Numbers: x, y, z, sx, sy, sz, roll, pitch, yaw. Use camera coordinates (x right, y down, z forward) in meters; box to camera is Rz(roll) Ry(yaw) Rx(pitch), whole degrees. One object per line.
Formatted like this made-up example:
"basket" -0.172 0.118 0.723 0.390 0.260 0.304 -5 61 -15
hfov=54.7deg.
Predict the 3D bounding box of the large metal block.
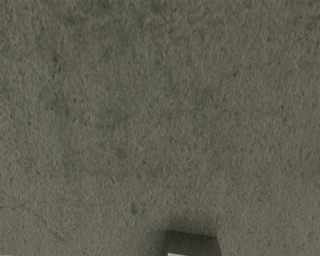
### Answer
"large metal block" 0.043 0.211 0.475 0.081 0.050 0.079 10 110 -4
